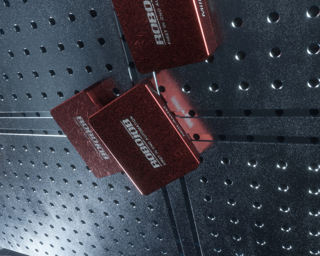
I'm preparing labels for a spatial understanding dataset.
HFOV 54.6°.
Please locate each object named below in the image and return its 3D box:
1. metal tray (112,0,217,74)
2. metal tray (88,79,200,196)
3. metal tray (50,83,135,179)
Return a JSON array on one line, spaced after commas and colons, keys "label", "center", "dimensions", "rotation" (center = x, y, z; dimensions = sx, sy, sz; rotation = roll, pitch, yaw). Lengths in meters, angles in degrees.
[{"label": "metal tray", "center": [-0.001, -0.130, 0.329], "dimensions": [0.090, 0.030, 0.129], "rotation": [-6, 116, 31]}, {"label": "metal tray", "center": [-0.019, 0.014, 0.407], "dimensions": [0.090, 0.030, 0.130], "rotation": [-32, 102, 15]}, {"label": "metal tray", "center": [-0.094, 0.008, 0.463], "dimensions": [0.090, 0.030, 0.130], "rotation": [-22, 107, 36]}]
